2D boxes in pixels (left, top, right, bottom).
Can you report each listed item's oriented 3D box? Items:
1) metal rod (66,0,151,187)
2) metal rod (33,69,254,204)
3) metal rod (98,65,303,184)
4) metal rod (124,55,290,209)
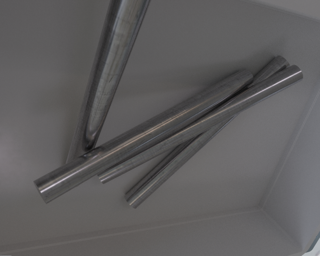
[{"bbox_3d":[-0.057,-0.023,0.281,0.025,0.025,0.298,-2,146,-28],"label":"metal rod"},{"bbox_3d":[0.004,-0.005,0.361,0.302,0.025,0.025,-29,130,-28],"label":"metal rod"},{"bbox_3d":[0.055,-0.007,0.415,0.301,0.025,0.025,-27,128,-4],"label":"metal rod"},{"bbox_3d":[0.067,0.006,0.448,0.300,0.025,0.025,-43,129,1],"label":"metal rod"}]
